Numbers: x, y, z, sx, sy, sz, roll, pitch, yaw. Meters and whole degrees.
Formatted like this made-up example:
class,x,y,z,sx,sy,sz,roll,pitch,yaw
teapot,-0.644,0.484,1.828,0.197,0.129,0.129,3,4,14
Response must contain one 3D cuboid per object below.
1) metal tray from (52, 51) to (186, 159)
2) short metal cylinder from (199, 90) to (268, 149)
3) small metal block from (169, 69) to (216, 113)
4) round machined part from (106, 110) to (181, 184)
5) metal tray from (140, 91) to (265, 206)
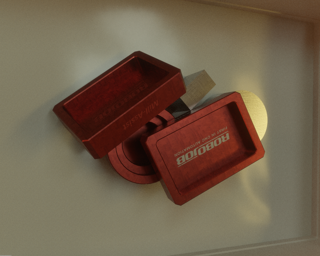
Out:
class,x,y,z,sx,sy,sz,roll,pitch,yaw
metal tray,-0.046,-0.033,0.356,0.131,0.090,0.030,-38,135,-17
short metal cylinder,0.101,-0.011,0.434,0.081,0.050,0.079,0,90,-21
small metal block,0.038,-0.048,0.410,0.050,0.050,0.025,-45,105,-16
round machined part,-0.023,0.019,0.394,0.099,0.042,0.097,0,90,-21
metal tray,0.053,0.022,0.376,0.131,0.030,0.090,-27,99,-14
